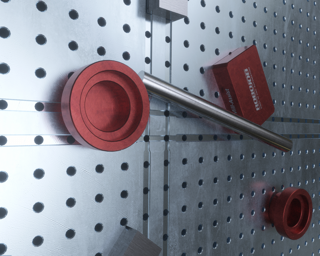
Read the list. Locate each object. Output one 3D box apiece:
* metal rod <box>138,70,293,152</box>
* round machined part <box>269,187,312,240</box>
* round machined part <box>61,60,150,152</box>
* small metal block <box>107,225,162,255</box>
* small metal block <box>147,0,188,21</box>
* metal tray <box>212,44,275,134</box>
[{"bbox_3d":[0.096,-0.015,0.462,0.302,0.025,0.025,20,77,-30],"label":"metal rod"},{"bbox_3d":[0.252,0.163,0.605,0.099,0.042,0.097,-2,94,-35],"label":"round machined part"},{"bbox_3d":[-0.063,-0.023,0.345,0.099,0.042,0.097,0,90,-40],"label":"round machined part"},{"bbox_3d":[-0.032,0.158,0.382,0.050,0.025,0.050,48,62,-30],"label":"small metal block"},{"bbox_3d":[0.011,-0.178,0.417,0.050,0.025,0.050,0,90,-40],"label":"small metal block"},{"bbox_3d":[0.146,-0.064,0.528,0.091,0.030,0.129,-37,113,-34],"label":"metal tray"}]
